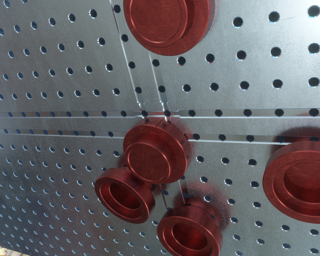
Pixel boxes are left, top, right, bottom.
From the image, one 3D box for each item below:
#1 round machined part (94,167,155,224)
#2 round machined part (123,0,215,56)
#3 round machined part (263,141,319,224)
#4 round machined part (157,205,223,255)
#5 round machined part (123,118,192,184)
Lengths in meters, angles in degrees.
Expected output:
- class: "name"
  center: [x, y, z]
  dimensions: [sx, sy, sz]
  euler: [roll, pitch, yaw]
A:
- class: "round machined part"
  center: [-0.050, 0.099, 0.483]
  dimensions: [0.098, 0.042, 0.097]
  euler: [18, 132, 22]
- class: "round machined part"
  center: [0.004, -0.122, 0.323]
  dimensions: [0.098, 0.042, 0.097]
  euler: [13, 124, 21]
- class: "round machined part"
  center: [0.169, 0.055, 0.346]
  dimensions: [0.098, 0.042, 0.097]
  euler: [13, 124, 21]
- class: "round machined part"
  center: [0.048, 0.158, 0.473]
  dimensions: [0.098, 0.042, 0.097]
  euler: [13, 124, 21]
- class: "round machined part"
  center: [-0.009, 0.039, 0.430]
  dimensions: [0.098, 0.042, 0.097]
  euler: [13, 124, 21]
